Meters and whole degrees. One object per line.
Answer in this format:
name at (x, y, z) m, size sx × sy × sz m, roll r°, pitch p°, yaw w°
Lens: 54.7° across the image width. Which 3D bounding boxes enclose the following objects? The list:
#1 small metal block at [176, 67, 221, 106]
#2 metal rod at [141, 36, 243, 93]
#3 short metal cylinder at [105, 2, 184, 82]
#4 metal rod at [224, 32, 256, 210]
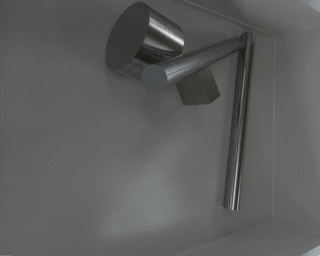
small metal block at (0.050, -0.060, 0.435) m, size 0.025 × 0.050 × 0.050 m, roll -38°, pitch 114°, yaw -34°
metal rod at (0.061, -0.092, 0.392) m, size 0.302 × 0.025 × 0.025 m, roll -37°, pitch 115°, yaw -57°
short metal cylinder at (-0.019, -0.095, 0.356) m, size 0.050 × 0.080 × 0.080 m, roll 19°, pitch 78°, yaw -39°
metal rod at (0.136, -0.015, 0.523) m, size 0.025 × 0.025 × 0.298 m, roll 12°, pitch 82°, yaw -40°
